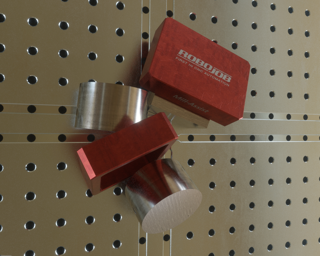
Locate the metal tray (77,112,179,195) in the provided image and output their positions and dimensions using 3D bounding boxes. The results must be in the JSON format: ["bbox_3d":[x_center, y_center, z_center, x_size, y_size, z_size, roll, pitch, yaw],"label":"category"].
[{"bbox_3d":[-0.039,0.034,0.341,0.091,0.130,0.030,-25,78,-18],"label":"metal tray"}]

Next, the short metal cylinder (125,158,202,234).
[{"bbox_3d":[0.004,0.083,0.380,0.081,0.050,0.080,-20,138,-19],"label":"short metal cylinder"}]

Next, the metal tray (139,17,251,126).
[{"bbox_3d":[0.048,-0.068,0.386,0.131,0.030,0.090,24,64,-18],"label":"metal tray"}]

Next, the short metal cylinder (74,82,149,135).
[{"bbox_3d":[-0.056,-0.021,0.363,0.081,0.080,0.050,7,88,-20],"label":"short metal cylinder"}]

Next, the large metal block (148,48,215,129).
[{"bbox_3d":[0.030,-0.051,0.410,0.080,0.050,0.080,22,83,-19],"label":"large metal block"}]
